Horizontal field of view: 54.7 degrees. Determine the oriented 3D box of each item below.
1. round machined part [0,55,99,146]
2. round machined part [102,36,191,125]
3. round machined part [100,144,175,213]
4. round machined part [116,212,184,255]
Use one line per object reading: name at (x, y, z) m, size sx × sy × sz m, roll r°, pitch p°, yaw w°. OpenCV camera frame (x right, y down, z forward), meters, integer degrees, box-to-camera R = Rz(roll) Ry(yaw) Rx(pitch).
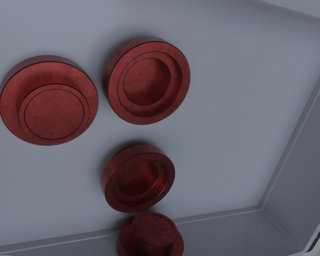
round machined part at (-0.112, -0.022, 0.323) m, size 0.099 × 0.042 × 0.097 m, roll -14°, pitch 124°, yaw -21°
round machined part at (-0.018, -0.056, 0.353) m, size 0.099 × 0.042 × 0.097 m, roll -14°, pitch 124°, yaw -21°
round machined part at (-0.033, 0.063, 0.419) m, size 0.099 × 0.042 × 0.097 m, roll -14°, pitch 124°, yaw -21°
round machined part at (-0.012, 0.162, 0.455) m, size 0.099 × 0.098 × 0.042 m, roll 0°, pitch 118°, yaw -29°
